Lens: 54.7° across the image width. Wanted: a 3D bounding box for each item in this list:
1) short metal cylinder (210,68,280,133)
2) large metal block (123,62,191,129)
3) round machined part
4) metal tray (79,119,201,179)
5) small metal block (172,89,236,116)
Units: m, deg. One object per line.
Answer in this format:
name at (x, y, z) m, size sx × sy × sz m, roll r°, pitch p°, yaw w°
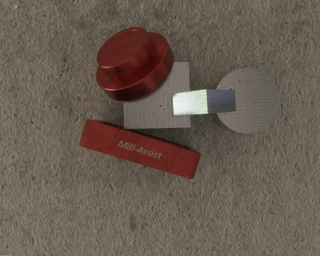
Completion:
short metal cylinder at (0.106, -0.033, 0.400) m, size 0.081 × 0.050 × 0.080 m, roll 0°, pitch 90°, yaw 0°
large metal block at (-0.004, -0.040, 0.400) m, size 0.081 × 0.050 × 0.080 m, roll -1°, pitch 90°, yaw 0°
round machined part at (-0.036, -0.083, 0.374) m, size 0.098 × 0.098 × 0.042 m, roll -36°, pitch 134°, yaw 0°
metal tray at (-0.022, 0.023, 0.378) m, size 0.131 × 0.090 × 0.030 m, roll 17°, pitch 90°, yaw 0°
small metal block at (0.051, -0.029, 0.353) m, size 0.050 × 0.050 × 0.025 m, roll -6°, pitch 94°, yaw -41°
